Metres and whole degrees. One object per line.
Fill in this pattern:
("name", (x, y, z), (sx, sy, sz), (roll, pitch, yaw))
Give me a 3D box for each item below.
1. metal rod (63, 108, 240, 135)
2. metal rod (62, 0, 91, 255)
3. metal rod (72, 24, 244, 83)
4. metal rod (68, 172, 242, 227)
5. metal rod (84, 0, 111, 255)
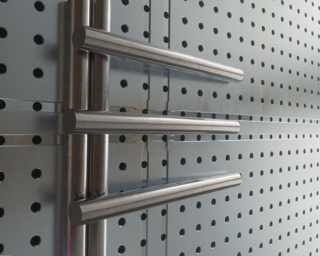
("metal rod", (0.018, -0.004, 0.406), (0.302, 0.025, 0.025), (2, 89, -46))
("metal rod", (-0.090, 0.009, 0.334), (0.025, 0.025, 0.298), (1, 89, -40))
("metal rod", (0.025, -0.089, 0.413), (0.302, 0.025, 0.025), (1, 90, -46))
("metal rod", (0.022, 0.085, 0.411), (0.302, 0.025, 0.025), (1, 90, -46))
("metal rod", (-0.071, 0.001, 0.351), (0.025, 0.025, 0.298), (1, 89, -40))
